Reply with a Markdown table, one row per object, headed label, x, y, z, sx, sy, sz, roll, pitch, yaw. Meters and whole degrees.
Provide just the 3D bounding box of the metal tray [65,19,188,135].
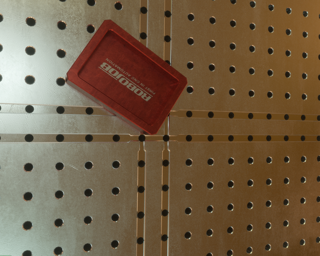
| label | x | y | z | sx | sy | sz | roll | pitch | yaw |
| --- | --- | --- | --- | --- | --- | --- | --- | --- | --- |
| metal tray | -0.040 | -0.061 | 0.395 | 0.130 | 0.030 | 0.090 | 35 | 79 | -17 |
